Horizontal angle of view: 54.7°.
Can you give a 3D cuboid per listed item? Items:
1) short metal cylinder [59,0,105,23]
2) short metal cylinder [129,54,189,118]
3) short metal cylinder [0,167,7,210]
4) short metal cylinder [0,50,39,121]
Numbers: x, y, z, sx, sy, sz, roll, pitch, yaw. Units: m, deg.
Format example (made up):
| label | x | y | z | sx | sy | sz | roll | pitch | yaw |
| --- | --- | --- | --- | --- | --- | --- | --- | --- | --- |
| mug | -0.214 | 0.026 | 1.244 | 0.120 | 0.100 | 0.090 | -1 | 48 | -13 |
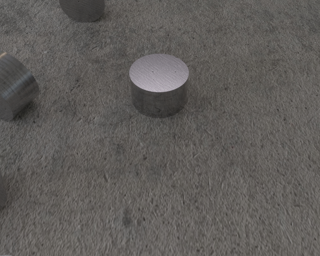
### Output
| label | x | y | z | sx | sy | sz | roll | pitch | yaw |
| --- | --- | --- | --- | --- | --- | --- | --- | --- | --- |
| short metal cylinder | -0.141 | -0.244 | 0.572 | 0.081 | 0.080 | 0.050 | -2 | 50 | -2 |
| short metal cylinder | -0.001 | -0.060 | 0.437 | 0.080 | 0.050 | 0.080 | 0 | 50 | 0 |
| short metal cylinder | -0.205 | 0.060 | 0.316 | 0.081 | 0.080 | 0.050 | -22 | 54 | -18 |
| short metal cylinder | -0.212 | -0.056 | 0.413 | 0.080 | 0.080 | 0.050 | 21 | 53 | 17 |
